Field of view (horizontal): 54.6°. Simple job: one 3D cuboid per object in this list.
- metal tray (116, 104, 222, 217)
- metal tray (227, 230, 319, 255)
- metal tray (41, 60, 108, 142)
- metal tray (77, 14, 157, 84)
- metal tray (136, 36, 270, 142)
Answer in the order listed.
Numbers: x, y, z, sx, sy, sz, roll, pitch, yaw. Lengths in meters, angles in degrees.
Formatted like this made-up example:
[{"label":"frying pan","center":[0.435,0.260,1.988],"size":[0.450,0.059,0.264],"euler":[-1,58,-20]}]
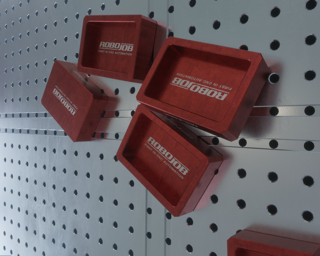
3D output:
[{"label":"metal tray","center":[0.006,0.038,0.402],"size":[0.130,0.030,0.089],"euler":[39,114,33]},{"label":"metal tray","center":[0.116,0.178,0.310],"size":[0.090,0.030,0.129],"euler":[-2,89,40]},{"label":"metal tray","center":[-0.151,-0.047,0.533],"size":[0.130,0.030,0.089],"euler":[41,115,32]},{"label":"metal tray","center":[-0.069,-0.120,0.464],"size":[0.130,0.030,0.089],"euler":[16,100,39]},{"label":"metal tray","center":[0.044,-0.049,0.351],"size":[0.130,0.030,0.090],"euler":[24,85,37]}]
